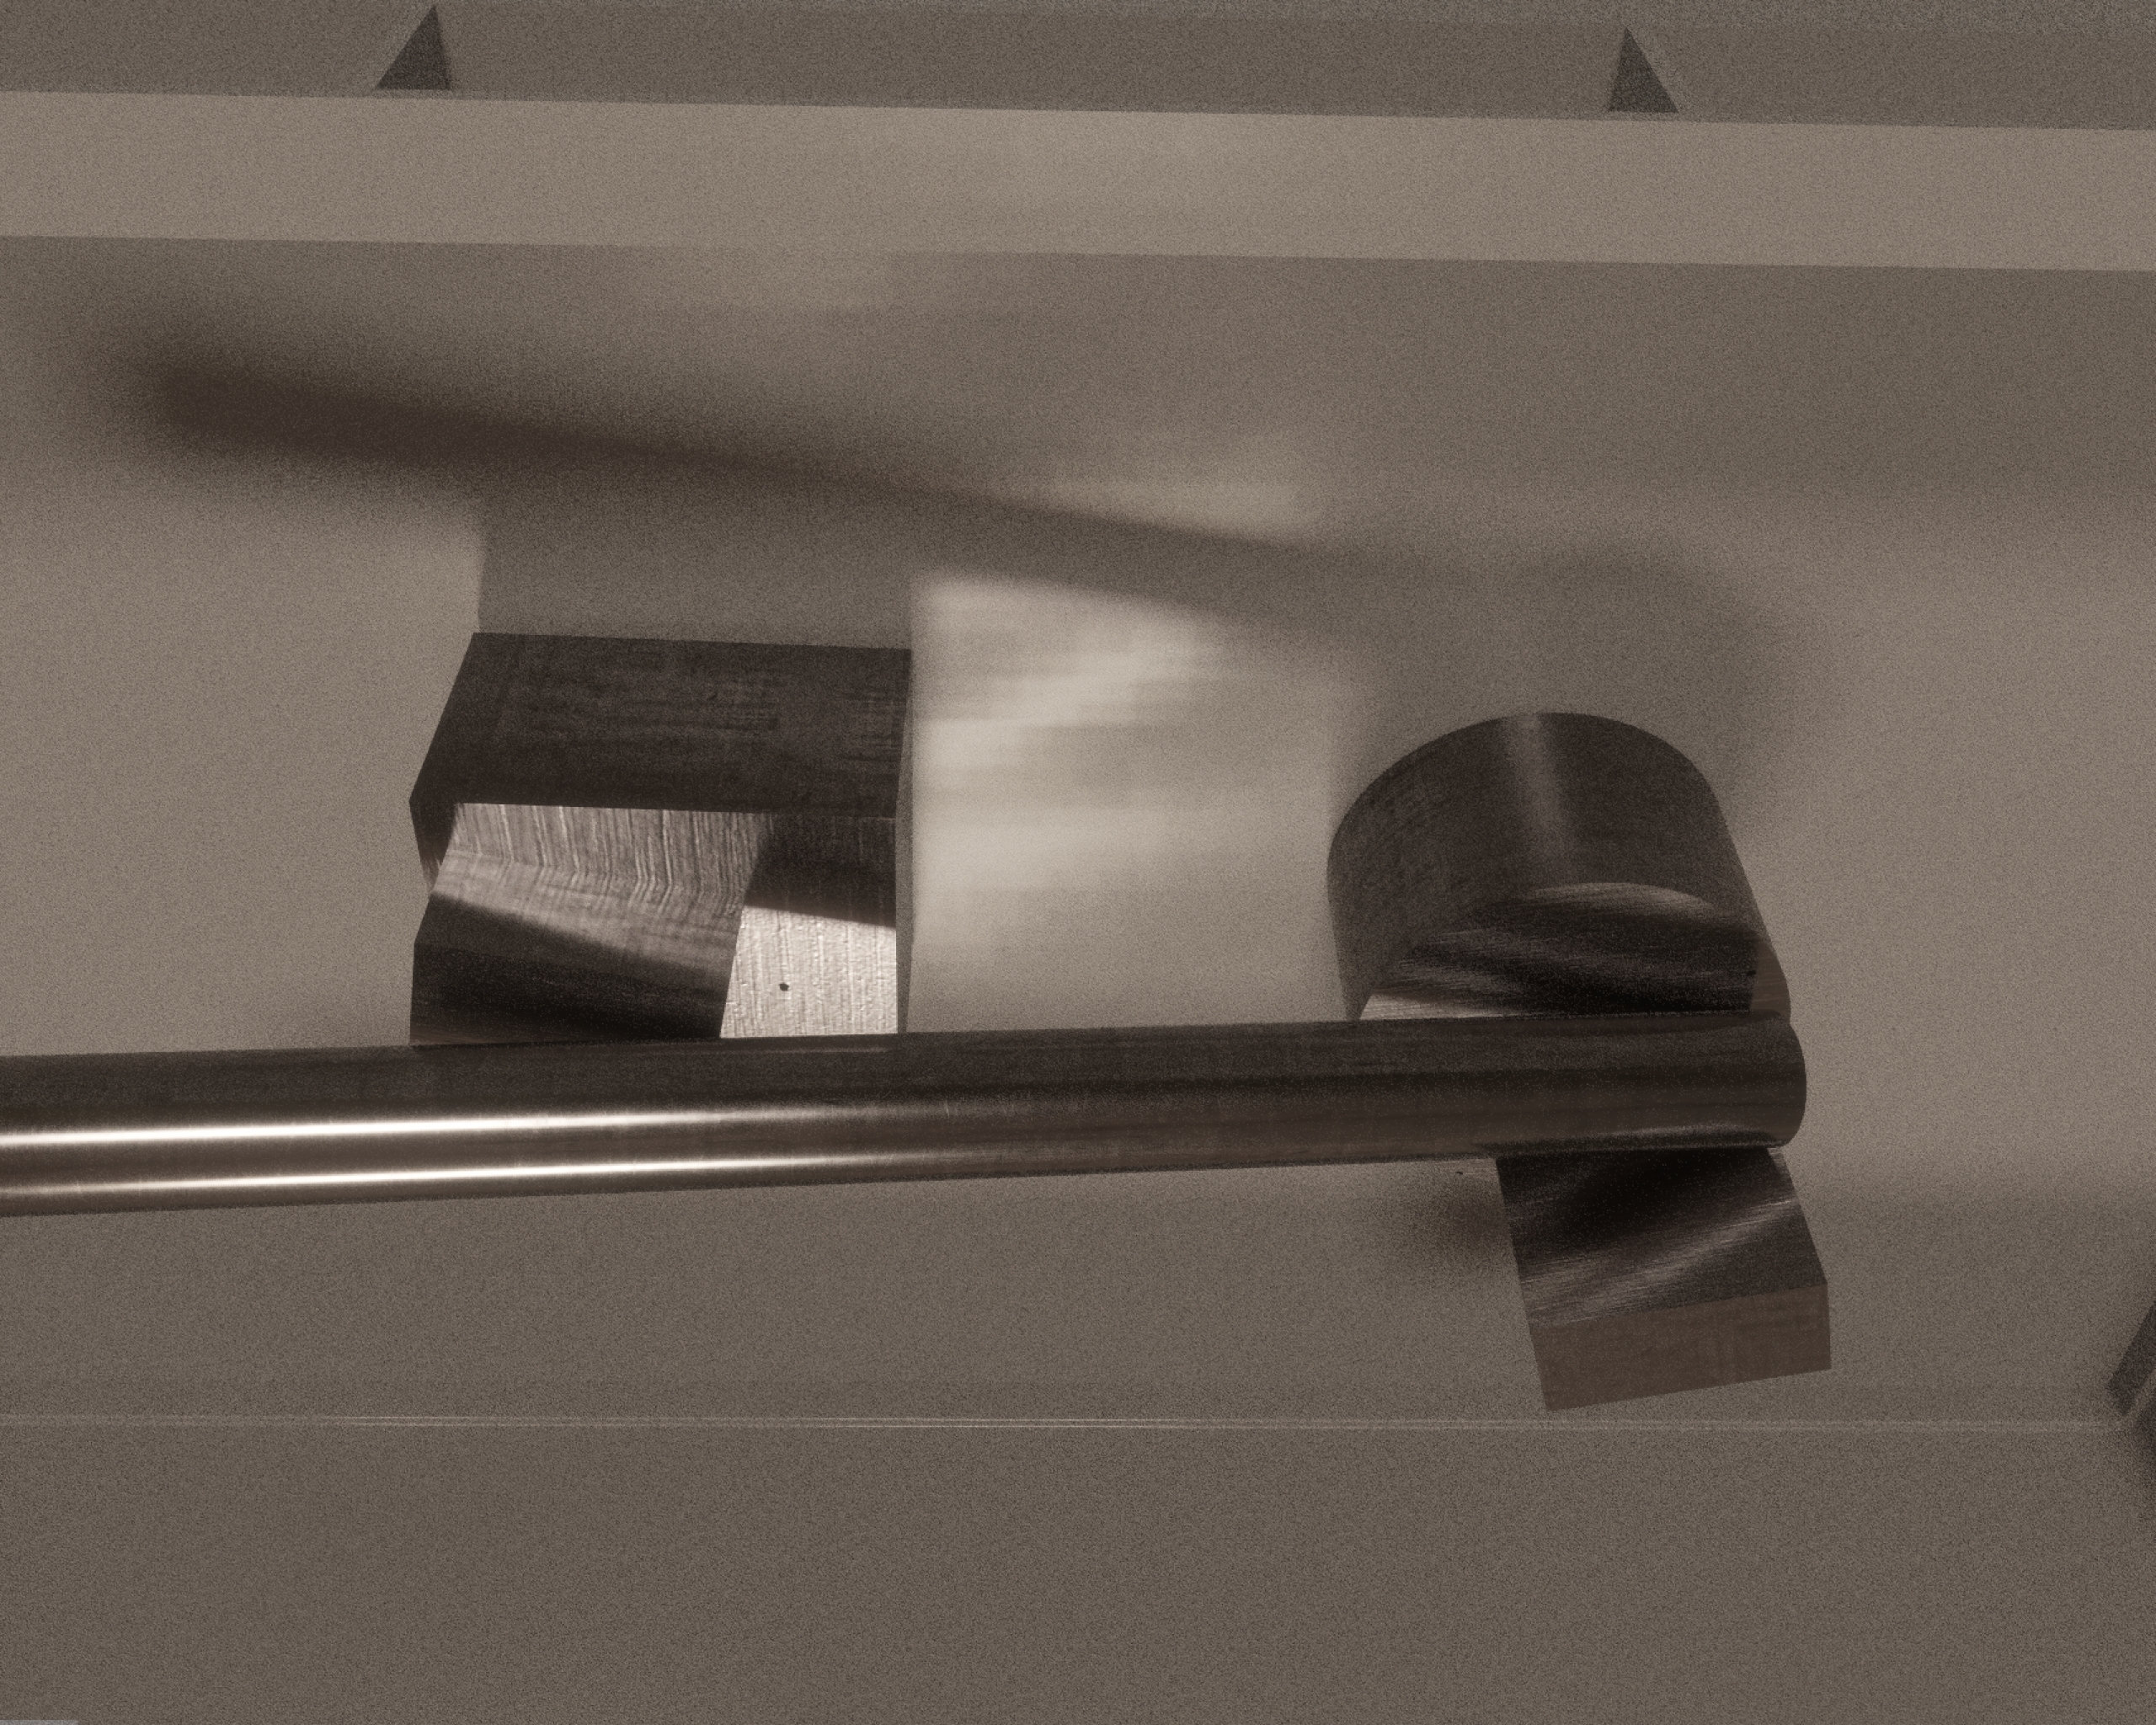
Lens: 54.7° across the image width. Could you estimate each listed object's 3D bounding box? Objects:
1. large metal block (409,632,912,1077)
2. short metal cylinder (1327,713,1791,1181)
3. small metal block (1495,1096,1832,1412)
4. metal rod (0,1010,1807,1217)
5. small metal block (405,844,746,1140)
[{"bbox_3d":[-0.073,0.005,0.392,0.081,0.050,0.079,2,130,-2],"label":"large metal block"},{"bbox_3d":[0.091,0.018,0.407,0.081,0.050,0.079,0,130,0],"label":"short metal cylinder"},{"bbox_3d":[0.106,0.069,0.384,0.050,0.050,0.025,-11,129,9],"label":"small metal block"},{"bbox_3d":[-0.024,0.041,0.349,0.302,0.025,0.025,-1,131,-10],"label":"metal rod"},{"bbox_3d":[-0.088,0.028,0.363,0.050,0.025,0.050,10,129,-9],"label":"small metal block"}]
